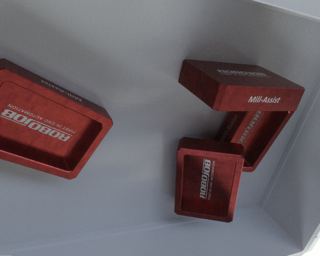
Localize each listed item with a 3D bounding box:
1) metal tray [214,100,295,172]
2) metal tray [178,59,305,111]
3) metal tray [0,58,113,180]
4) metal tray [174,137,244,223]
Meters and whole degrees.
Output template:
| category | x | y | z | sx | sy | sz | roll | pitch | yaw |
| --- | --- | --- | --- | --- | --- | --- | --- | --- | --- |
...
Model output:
| category | x | y | z | sx | sy | sz | roll | pitch | yaw |
| --- | --- | --- | --- | --- | --- | --- | --- | --- | --- |
| metal tray | 0.138 | 0.007 | 0.477 | 0.091 | 0.030 | 0.129 | 9 | 119 | -33 |
| metal tray | 0.101 | -0.054 | 0.387 | 0.131 | 0.090 | 0.030 | -2 | 119 | -28 |
| metal tray | -0.129 | -0.003 | 0.332 | 0.131 | 0.030 | 0.090 | 28 | 103 | -38 |
| metal tray | 0.070 | 0.079 | 0.461 | 0.090 | 0.030 | 0.129 | 6 | 122 | 9 |
